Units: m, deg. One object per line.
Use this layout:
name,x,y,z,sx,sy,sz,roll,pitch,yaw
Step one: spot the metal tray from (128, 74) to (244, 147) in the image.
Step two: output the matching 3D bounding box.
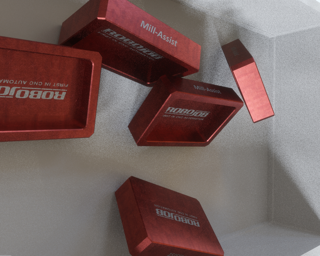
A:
metal tray,0.035,-0.016,0.398,0.131,0.089,0.030,3,45,-40

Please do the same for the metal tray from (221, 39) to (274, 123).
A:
metal tray,0.129,-0.075,0.465,0.090,0.030,0.130,61,16,-22

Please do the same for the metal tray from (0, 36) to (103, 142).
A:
metal tray,-0.122,-0.035,0.286,0.131,0.030,0.089,-2,106,-40

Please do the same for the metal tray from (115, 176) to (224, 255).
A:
metal tray,0.013,0.117,0.378,0.131,0.090,0.030,27,114,-37

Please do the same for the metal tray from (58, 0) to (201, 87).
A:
metal tray,-0.030,-0.088,0.338,0.131,0.090,0.030,18,72,-39
